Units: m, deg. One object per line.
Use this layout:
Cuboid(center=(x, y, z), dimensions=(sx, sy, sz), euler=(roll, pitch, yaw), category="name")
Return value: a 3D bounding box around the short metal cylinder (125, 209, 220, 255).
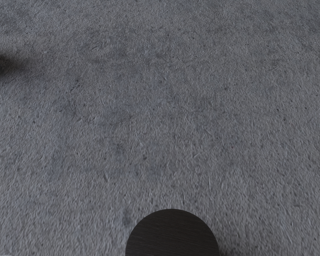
Cuboid(center=(0.011, 0.122, 0.284), dimensions=(0.080, 0.050, 0.080), euler=(0, 50, 0), category="short metal cylinder")
